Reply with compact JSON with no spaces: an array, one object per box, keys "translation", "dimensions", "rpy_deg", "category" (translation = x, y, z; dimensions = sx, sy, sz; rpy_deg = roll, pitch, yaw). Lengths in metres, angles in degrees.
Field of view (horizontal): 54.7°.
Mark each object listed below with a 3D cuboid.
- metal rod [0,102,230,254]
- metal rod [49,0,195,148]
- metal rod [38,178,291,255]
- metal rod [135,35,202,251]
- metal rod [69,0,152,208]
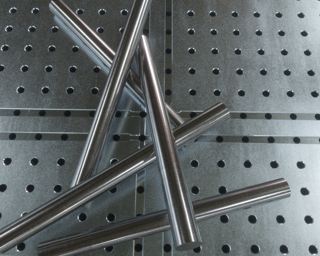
[{"translation":[-0.047,0.052,0.364],"dimensions":[0.302,0.025,0.025],"rpy_deg":[-30,73,-11],"category":"metal rod"},{"translation":[-0.059,-0.087,0.442],"dimensions":[0.025,0.025,0.300],"rpy_deg":[-41,75,-14],"category":"metal rod"},{"translation":[0.010,0.109,0.371],"dimensions":[0.302,0.025,0.025],"rpy_deg":[-14,71,-6],"category":"metal rod"},{"translation":[-0.001,-0.010,0.368],"dimensions":[0.025,0.025,0.299],"rpy_deg":[-10,53,-4],"category":"metal rod"},{"translation":[-0.062,-0.047,0.406],"dimensions":[0.025,0.025,0.299],"rpy_deg":[15,79,5],"category":"metal rod"}]
